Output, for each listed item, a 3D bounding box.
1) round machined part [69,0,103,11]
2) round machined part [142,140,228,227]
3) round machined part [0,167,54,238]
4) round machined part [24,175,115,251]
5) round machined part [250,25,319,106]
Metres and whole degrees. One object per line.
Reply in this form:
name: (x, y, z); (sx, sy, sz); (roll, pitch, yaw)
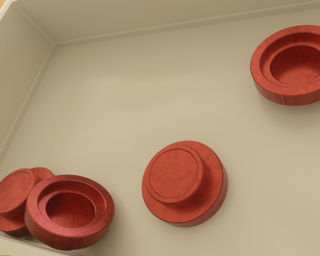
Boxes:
round machined part: (-0.158, -0.305, 0.668); (0.098, 0.042, 0.098); (-13, 56, 21)
round machined part: (0.022, 0.057, 0.348); (0.098, 0.042, 0.098); (-13, 56, 21)
round machined part: (-0.188, 0.095, 0.425); (0.098, 0.042, 0.098); (-14, 46, 15)
round machined part: (-0.106, 0.103, 0.365); (0.098, 0.099, 0.042); (45, 126, 39)
round machined part: (0.157, -0.066, 0.353); (0.098, 0.042, 0.098); (-13, 56, 21)
